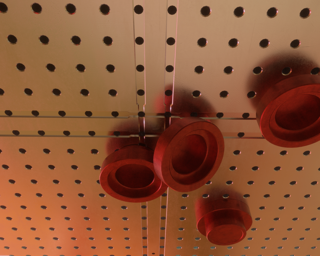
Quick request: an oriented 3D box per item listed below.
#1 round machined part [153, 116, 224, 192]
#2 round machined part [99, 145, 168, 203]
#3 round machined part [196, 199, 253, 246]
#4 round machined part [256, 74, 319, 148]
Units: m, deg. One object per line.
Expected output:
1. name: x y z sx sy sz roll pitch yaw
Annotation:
1. round machined part: 0.034 0.031 0.408 0.099 0.042 0.097 -12 114 -28
2. round machined part: -0.036 0.063 0.453 0.099 0.042 0.097 0 131 0
3. round machined part: 0.115 0.172 0.549 0.099 0.042 0.097 -1 130 0
4. round machined part: 0.168 -0.025 0.382 0.099 0.042 0.097 -1 130 0
